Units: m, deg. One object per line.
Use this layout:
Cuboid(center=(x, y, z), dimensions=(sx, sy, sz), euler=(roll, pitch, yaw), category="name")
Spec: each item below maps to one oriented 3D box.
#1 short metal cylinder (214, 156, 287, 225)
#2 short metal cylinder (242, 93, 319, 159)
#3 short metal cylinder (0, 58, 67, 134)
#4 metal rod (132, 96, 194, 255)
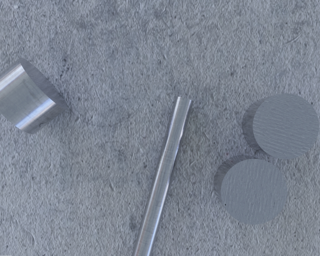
Cuboid(center=(0.114, 0.077, 0.399), dimensions=(0.081, 0.050, 0.080), euler=(0, 90, 0), category="short metal cylinder")
Cuboid(center=(0.152, -0.002, 0.399), dimensions=(0.081, 0.050, 0.080), euler=(0, 90, 0), category="short metal cylinder")
Cuboid(center=(-0.162, -0.039, 0.381), dimensions=(0.050, 0.080, 0.080), euler=(-39, 90, 0), category="short metal cylinder")
Cuboid(center=(-0.007, 0.106, 0.410), dimensions=(0.025, 0.025, 0.298), euler=(15, 90, 0), category="metal rod")
